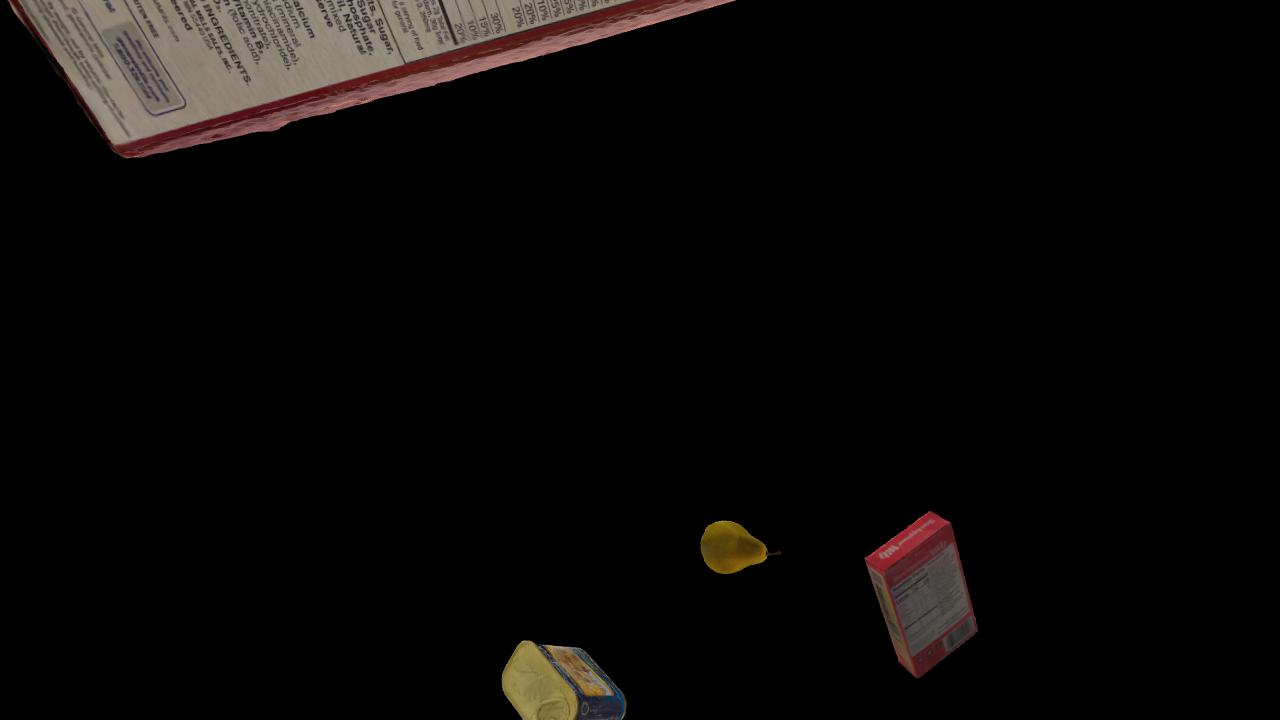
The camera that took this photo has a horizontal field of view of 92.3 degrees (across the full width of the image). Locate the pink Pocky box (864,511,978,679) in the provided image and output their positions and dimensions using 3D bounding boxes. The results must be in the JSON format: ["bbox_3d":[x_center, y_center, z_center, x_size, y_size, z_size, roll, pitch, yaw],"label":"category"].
[{"bbox_3d":[0.274,0.228,0.594,0.084,0.155,0.029,-31,25,-12],"label":"pink Pocky box"}]

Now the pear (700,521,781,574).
[{"bbox_3d":[0.142,0.271,0.872,0.080,0.080,0.111,0,0,-44],"label":"pear"}]

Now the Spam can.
[{"bbox_3d":[-0.075,0.334,0.620,0.101,0.058,0.085,28,-5,43],"label":"Spam can"}]

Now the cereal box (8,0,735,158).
[{"bbox_3d":[-0.027,-0.170,0.239,0.306,0.081,0.203,-9,31,12],"label":"cereal box"}]
